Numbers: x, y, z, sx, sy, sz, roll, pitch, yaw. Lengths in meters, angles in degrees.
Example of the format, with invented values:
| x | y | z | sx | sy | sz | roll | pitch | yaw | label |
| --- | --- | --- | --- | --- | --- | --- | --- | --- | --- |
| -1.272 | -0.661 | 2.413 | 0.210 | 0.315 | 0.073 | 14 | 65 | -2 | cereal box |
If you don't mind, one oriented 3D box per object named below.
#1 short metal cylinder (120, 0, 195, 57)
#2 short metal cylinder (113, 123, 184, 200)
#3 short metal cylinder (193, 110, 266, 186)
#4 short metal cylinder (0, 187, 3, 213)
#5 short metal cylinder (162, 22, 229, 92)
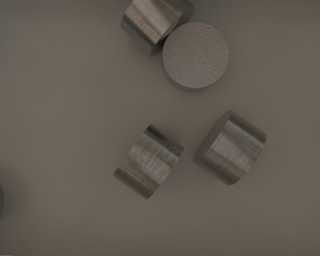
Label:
| x | y | z | sx | sy | sz | roll | pitch | yaw | label |
| --- | --- | --- | --- | --- | --- | --- | --- | --- | --- |
| -0.003 | -0.135 | 0.384 | 0.050 | 0.080 | 0.080 | 44 | 90 | 0 | short metal cylinder |
| -0.014 | 0.041 | 0.384 | 0.050 | 0.080 | 0.080 | 36 | 90 | 0 | short metal cylinder |
| 0.085 | 0.024 | 0.384 | 0.050 | 0.080 | 0.080 | 35 | 90 | 0 | short metal cylinder |
| -0.244 | 0.098 | 0.386 | 0.081 | 0.050 | 0.079 | 0 | 91 | -18 | short metal cylinder |
| 0.043 | -0.088 | 0.399 | 0.081 | 0.050 | 0.080 | 0 | 90 | 0 | short metal cylinder |
